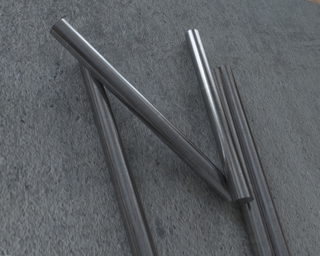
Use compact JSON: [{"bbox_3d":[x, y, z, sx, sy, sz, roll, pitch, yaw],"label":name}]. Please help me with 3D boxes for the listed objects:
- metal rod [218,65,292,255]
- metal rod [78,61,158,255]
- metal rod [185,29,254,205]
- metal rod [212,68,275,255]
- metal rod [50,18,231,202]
[{"bbox_3d":[0.129,0.033,0.452,0.025,0.025,0.299,5,60,-26],"label":"metal rod"},{"bbox_3d":[-0.050,0.034,0.355,0.025,0.025,0.299,-6,65,-31],"label":"metal rod"},{"bbox_3d":[0.077,-0.036,0.447,0.025,0.025,0.299,8,52,-24],"label":"metal rod"},{"bbox_3d":[0.107,0.042,0.435,0.025,0.025,0.299,5,60,-26],"label":"metal rod"},{"bbox_3d":[-0.014,-0.017,0.384,0.300,0.025,0.025,44,51,-6],"label":"metal rod"}]
